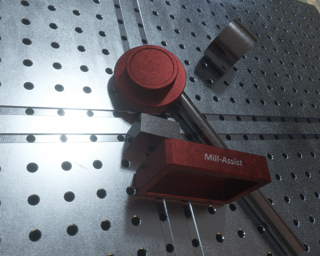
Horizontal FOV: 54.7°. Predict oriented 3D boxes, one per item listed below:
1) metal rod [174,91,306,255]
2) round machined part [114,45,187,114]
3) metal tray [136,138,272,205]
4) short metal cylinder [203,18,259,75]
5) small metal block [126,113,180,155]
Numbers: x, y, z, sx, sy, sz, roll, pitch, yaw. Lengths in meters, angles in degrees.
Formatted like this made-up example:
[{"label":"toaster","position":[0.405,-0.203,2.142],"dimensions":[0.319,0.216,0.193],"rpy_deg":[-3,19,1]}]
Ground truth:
[{"label":"metal rod","position":[0.092,0.045,0.432],"dimensions":[0.025,0.025,0.299],"rpy_deg":[-29,78,-38]},{"label":"round machined part","position":[-0.012,-0.072,0.417],"dimensions":[0.099,0.042,0.098],"rpy_deg":[3,68,-7]},{"label":"metal tray","position":[0.048,0.055,0.359],"dimensions":[0.131,0.090,0.030],"rpy_deg":[12,55,-22]},{"label":"short metal cylinder","position":[0.118,-0.136,0.522],"dimensions":[0.050,0.080,0.080],"rpy_deg":[45,51,2]},{"label":"small metal block","position":[-0.009,0.010,0.382],"dimensions":[0.050,0.050,0.025],"rpy_deg":[14,56,-21]}]
